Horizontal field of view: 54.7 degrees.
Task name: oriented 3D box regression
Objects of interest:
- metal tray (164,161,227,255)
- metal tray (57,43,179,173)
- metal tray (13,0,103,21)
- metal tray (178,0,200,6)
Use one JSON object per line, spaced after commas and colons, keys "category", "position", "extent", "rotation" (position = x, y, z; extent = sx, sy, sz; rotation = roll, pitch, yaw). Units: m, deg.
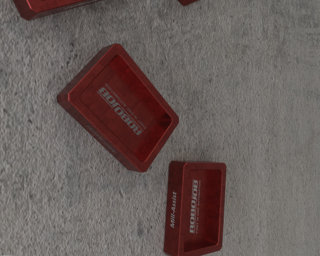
{"category": "metal tray", "position": [0.053, 0.113, 0.445], "extent": [0.091, 0.030, 0.129], "rotation": [6, 86, -40]}
{"category": "metal tray", "position": [-0.042, -0.021, 0.365], "extent": [0.130, 0.030, 0.090], "rotation": [49, 61, -29]}
{"category": "metal tray", "position": [-0.097, -0.174, 0.319], "extent": [0.131, 0.030, 0.090], "rotation": [-34, 111, -35]}
{"category": "metal tray", "position": [0.037, -0.251, 0.431], "extent": [0.090, 0.030, 0.130], "rotation": [32, 70, -35]}
